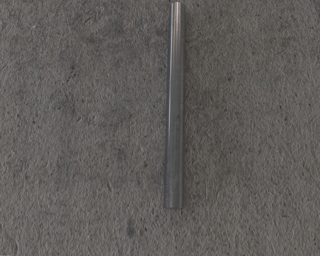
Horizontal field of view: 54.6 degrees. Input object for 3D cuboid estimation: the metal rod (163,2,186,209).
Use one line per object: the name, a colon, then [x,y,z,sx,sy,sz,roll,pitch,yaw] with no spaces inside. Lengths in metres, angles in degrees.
metal rod: [0.022,-0.044,0.424,0.025,0.025,0.299,2,70,1]
